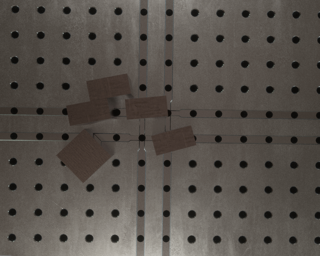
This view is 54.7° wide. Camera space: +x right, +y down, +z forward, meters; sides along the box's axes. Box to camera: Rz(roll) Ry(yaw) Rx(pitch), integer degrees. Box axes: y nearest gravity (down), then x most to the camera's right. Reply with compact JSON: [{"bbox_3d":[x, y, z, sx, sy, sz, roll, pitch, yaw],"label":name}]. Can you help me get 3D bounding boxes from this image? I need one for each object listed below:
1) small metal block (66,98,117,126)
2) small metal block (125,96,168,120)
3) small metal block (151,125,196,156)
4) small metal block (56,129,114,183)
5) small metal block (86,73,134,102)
[{"bbox_3d":[-0.087,-0.020,0.400,0.050,0.050,0.025,-10,91,0],"label":"small metal block"},{"bbox_3d":[-0.016,-0.025,0.401,0.050,0.050,0.025,-5,90,-1],"label":"small metal block"},{"bbox_3d":[0.017,0.015,0.401,0.050,0.050,0.025,-15,90,0],"label":"small metal block"},{"bbox_3d":[-0.099,0.036,0.412,0.050,0.025,0.050,-44,91,0],"label":"small metal block"},{"bbox_3d":[-0.062,-0.049,0.400,0.050,0.050,0.025,-11,90,-1],"label":"small metal block"}]
